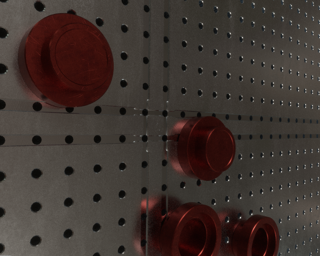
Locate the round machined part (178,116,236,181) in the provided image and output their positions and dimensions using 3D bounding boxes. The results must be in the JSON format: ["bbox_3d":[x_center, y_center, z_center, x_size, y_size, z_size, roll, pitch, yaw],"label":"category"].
[{"bbox_3d":[0.076,0.031,0.465,0.099,0.042,0.097,0,90,-40],"label":"round machined part"}]

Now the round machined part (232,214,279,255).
[{"bbox_3d":[0.163,0.199,0.539,0.099,0.042,0.097,0,90,-40],"label":"round machined part"}]

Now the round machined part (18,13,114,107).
[{"bbox_3d":[-0.090,-0.071,0.324,0.099,0.042,0.097,0,90,-40],"label":"round machined part"}]

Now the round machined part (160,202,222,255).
[{"bbox_3d":[0.039,0.153,0.433,0.099,0.042,0.097,0,90,-40],"label":"round machined part"}]
